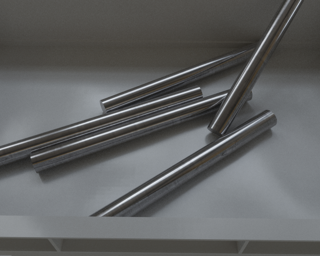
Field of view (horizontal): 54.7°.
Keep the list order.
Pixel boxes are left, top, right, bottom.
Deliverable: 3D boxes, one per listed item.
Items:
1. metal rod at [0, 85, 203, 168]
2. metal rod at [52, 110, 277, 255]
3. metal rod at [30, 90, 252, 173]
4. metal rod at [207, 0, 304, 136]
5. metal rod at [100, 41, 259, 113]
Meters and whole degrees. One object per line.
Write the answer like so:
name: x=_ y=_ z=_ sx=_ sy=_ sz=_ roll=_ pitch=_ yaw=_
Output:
metal rod: x=-0.082 y=-0.003 z=0.406 sx=0.302 sy=0.025 sz=0.025 roll=-19 pitch=53 yaw=-15
metal rod: x=0.024 y=0.053 z=0.360 sx=0.302 sy=0.025 sz=0.025 roll=-28 pitch=56 yaw=-22
metal rod: x=-0.012 y=-0.005 z=0.408 sx=0.302 sy=0.025 sz=0.025 roll=-19 pitch=53 yaw=-15
metal rod: x=0.151 y=-0.120 z=0.422 sx=0.025 sy=0.025 sz=0.300 roll=29 pitch=82 yaw=22
metal rod: x=0.053 y=-0.083 z=0.475 sx=0.302 sy=0.025 sz=0.025 roll=-23 pitch=54 yaw=-19
